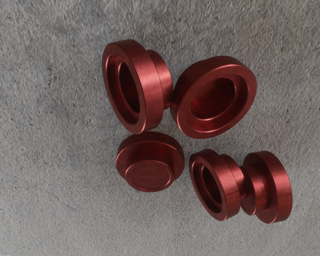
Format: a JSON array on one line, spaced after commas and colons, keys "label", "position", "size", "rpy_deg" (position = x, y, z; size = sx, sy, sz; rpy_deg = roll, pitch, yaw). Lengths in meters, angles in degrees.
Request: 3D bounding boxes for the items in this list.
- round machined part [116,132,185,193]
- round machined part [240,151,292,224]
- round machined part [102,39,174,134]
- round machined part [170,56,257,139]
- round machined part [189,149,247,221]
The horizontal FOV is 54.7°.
[{"label": "round machined part", "position": [-0.014, 0.055, 0.443], "size": [0.099, 0.042, 0.097], "rpy_deg": [0, 130, 0]}, {"label": "round machined part", "position": [0.134, 0.082, 0.427], "size": [0.042, 0.098, 0.097], "rpy_deg": [-9, 131, -10]}, {"label": "round machined part", "position": [-0.022, -0.046, 0.331], "size": [0.042, 0.098, 0.097], "rpy_deg": [-21, 136, -26]}, {"label": "round machined part", "position": [0.055, -0.038, 0.350], "size": [0.099, 0.042, 0.097], "rpy_deg": [-16, 135, -17]}, {"label": "round machined part", "position": [0.082, 0.074, 0.430], "size": [0.042, 0.098, 0.097], "rpy_deg": [-19, 133, -18]}]
